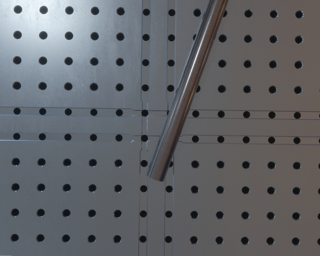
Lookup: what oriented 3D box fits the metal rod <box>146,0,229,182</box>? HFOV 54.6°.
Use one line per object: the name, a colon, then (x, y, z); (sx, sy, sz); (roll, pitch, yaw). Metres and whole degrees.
metal rod: (0.044, -0.074, 0.413); (0.025, 0.025, 0.299); (20, 90, 0)
